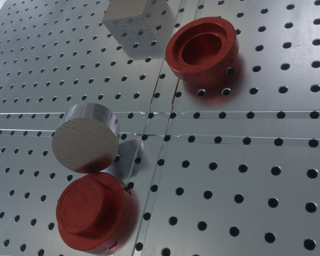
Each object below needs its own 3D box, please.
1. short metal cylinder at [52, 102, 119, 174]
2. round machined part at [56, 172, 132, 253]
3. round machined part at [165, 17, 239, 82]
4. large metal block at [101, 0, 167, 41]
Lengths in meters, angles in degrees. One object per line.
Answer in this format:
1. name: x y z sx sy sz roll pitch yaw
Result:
1. short metal cylinder: -0.094 0.013 0.406 0.080 0.080 0.050 -30 25 9
2. round machined part: -0.087 0.099 0.382 0.098 0.042 0.098 -13 56 21
3. round machined part: 0.060 -0.103 0.429 0.098 0.042 0.098 -13 56 21
4. large metal block: -0.043 -0.202 0.539 0.080 0.050 0.080 3 63 29
